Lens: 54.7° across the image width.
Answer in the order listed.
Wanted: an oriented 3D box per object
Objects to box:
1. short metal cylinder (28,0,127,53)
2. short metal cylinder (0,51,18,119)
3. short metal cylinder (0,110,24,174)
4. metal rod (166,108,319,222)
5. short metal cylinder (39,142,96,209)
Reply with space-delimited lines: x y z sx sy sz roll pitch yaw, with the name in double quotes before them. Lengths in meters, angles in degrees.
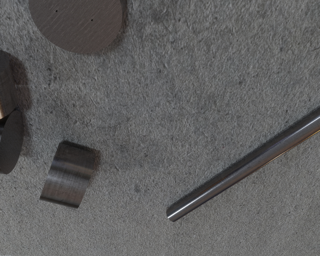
"short metal cylinder" -0.073 -0.118 0.290 0.081 0.050 0.079 0 130 0
"short metal cylinder" -0.199 -0.046 0.330 0.081 0.080 0.050 5 130 -4
"short metal cylinder" -0.208 0.014 0.381 0.050 0.080 0.079 8 130 -7
"metal rod" 0.119 0.065 0.463 0.025 0.025 0.299 34 122 -26
"short metal cylinder" -0.126 0.065 0.425 0.050 0.080 0.079 19 127 -16
